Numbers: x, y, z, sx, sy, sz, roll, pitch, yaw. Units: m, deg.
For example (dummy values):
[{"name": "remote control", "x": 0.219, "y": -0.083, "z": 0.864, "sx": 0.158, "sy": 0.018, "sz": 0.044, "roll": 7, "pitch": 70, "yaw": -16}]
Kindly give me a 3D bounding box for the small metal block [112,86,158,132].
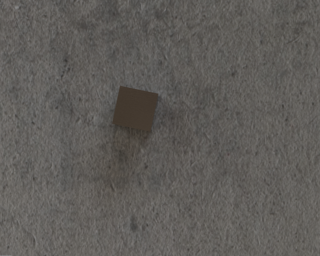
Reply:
[{"name": "small metal block", "x": -0.032, "y": -0.025, "z": 0.410, "sx": 0.050, "sy": 0.025, "sz": 0.050, "roll": 12, "pitch": 90, "yaw": 0}]
